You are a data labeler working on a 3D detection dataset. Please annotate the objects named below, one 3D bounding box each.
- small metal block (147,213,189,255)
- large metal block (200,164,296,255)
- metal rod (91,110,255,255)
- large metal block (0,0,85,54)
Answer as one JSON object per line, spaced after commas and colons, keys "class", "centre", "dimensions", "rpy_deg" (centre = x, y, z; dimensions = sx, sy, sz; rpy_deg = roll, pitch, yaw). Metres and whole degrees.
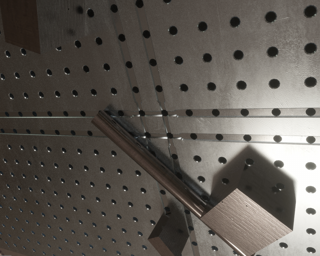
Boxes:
{"class": "small metal block", "centre": [0.015, 0.175, 0.494], "dimensions": [0.025, 0.050, 0.050], "rpy_deg": [-30, 102, 37]}
{"class": "large metal block", "centre": [0.113, 0.107, 0.401], "dimensions": [0.080, 0.050, 0.080], "rpy_deg": [38, 129, 2]}
{"class": "metal rod", "centre": [0.021, 0.083, 0.450], "dimensions": [0.300, 0.025, 0.025], "rpy_deg": [42, 129, -2]}
{"class": "large metal block", "centre": [-0.132, -0.141, 0.356], "dimensions": [0.050, 0.080, 0.079], "rpy_deg": [21, 126, 15]}
